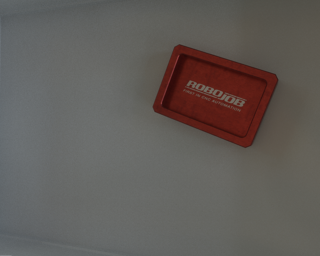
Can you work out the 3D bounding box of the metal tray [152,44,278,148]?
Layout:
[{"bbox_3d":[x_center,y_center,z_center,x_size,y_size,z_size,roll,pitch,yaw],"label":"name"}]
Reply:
[{"bbox_3d":[0.066,-0.040,0.384,0.130,0.030,0.090,23,97,18],"label":"metal tray"}]
